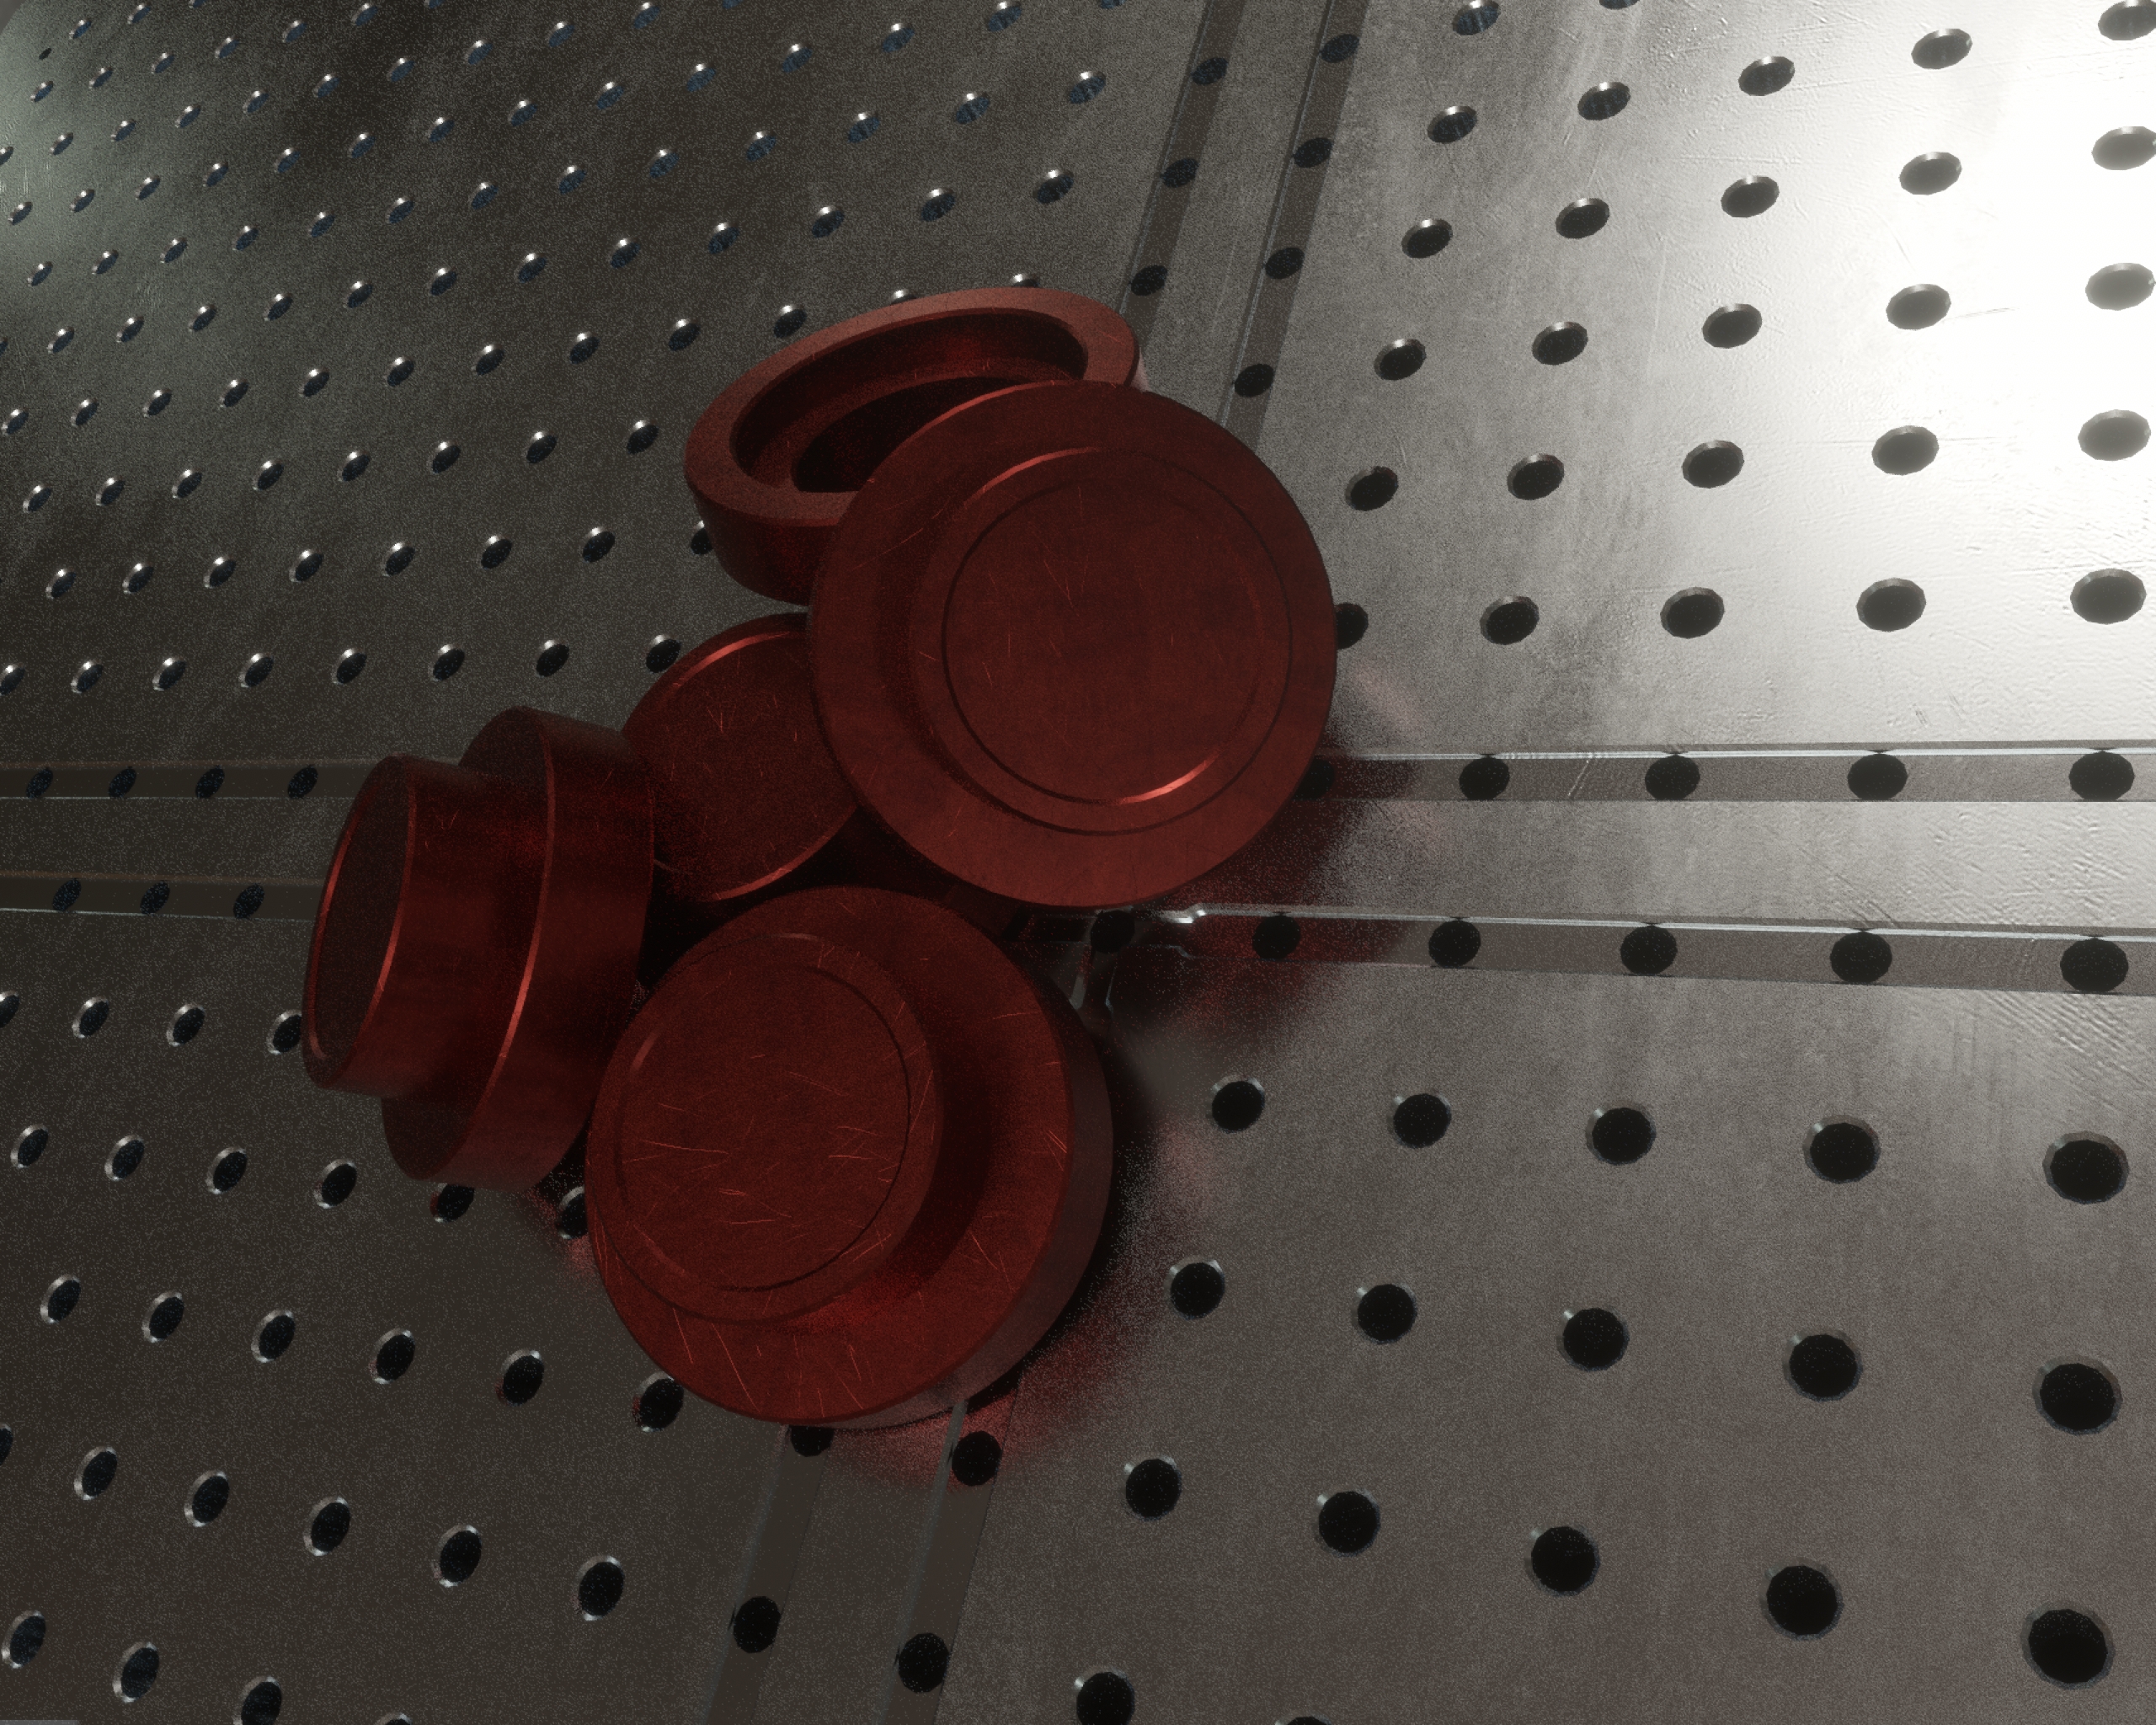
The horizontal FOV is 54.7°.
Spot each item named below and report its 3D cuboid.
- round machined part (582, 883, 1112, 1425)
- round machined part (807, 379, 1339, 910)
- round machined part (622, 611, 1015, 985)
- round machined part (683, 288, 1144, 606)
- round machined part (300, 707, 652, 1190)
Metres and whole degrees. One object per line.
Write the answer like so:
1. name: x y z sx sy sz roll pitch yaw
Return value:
1. round machined part: -0.047 0.050 0.374 0.098 0.042 0.098 -6 71 20
2. round machined part: 0.001 -0.040 0.382 0.098 0.098 0.042 -47 10 -5
3. round machined part: -0.059 -0.013 0.433 0.098 0.042 0.098 -13 56 20
4. round machined part: -0.031 -0.082 0.447 0.098 0.042 0.098 -10 38 8
5. round machined part: -0.125 0.015 0.421 0.098 0.042 0.098 -29 54 50
